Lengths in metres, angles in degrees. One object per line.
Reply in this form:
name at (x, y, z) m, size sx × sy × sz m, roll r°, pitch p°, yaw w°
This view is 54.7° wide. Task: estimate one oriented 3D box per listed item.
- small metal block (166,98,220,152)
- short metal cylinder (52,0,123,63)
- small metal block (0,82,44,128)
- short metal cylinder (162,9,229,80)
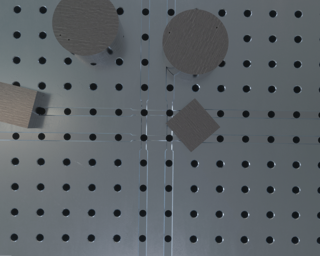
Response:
small metal block at (0.043, -0.004, 0.414) m, size 0.050 × 0.025 × 0.050 m, roll -41°, pitch 90°, yaw 0°
short metal cylinder at (-0.090, -0.127, 0.400) m, size 0.081 × 0.050 × 0.079 m, roll 0°, pitch 90°, yaw 0°
small metal block at (-0.189, -0.030, 0.412) m, size 0.050 × 0.025 × 0.050 m, roll 14°, pitch 90°, yaw 0°
short metal cylinder at (0.043, -0.105, 0.401) m, size 0.081 × 0.050 × 0.079 m, roll 0°, pitch 90°, yaw 0°
